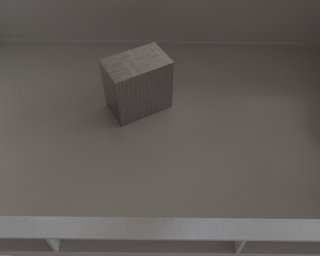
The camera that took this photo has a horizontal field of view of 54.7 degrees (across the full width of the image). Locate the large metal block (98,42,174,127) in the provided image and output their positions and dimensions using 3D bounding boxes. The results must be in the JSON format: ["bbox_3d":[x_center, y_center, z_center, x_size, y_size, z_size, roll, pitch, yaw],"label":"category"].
[{"bbox_3d":[-0.030,-0.058,0.418,0.081,0.080,0.050,-24,54,-19],"label":"large metal block"}]
